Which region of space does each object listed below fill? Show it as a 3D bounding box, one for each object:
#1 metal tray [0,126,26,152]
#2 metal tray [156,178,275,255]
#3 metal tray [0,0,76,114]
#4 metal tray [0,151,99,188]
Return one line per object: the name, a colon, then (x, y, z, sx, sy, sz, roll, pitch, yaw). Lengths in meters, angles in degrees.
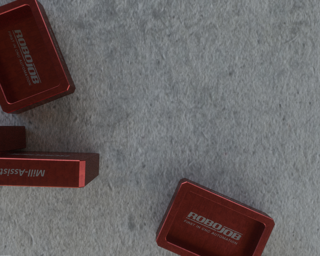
metal tray: (-0.245, 0.016, 0.374, 0.131, 0.090, 0.030, -3, 90, -1)
metal tray: (0.071, 0.133, 0.408, 0.131, 0.030, 0.090, 24, 90, -1)
metal tray: (-0.178, -0.093, 0.404, 0.090, 0.030, 0.129, -22, 90, -1)
metal tray: (-0.147, 0.047, 0.375, 0.131, 0.090, 0.030, 2, 90, -1)
